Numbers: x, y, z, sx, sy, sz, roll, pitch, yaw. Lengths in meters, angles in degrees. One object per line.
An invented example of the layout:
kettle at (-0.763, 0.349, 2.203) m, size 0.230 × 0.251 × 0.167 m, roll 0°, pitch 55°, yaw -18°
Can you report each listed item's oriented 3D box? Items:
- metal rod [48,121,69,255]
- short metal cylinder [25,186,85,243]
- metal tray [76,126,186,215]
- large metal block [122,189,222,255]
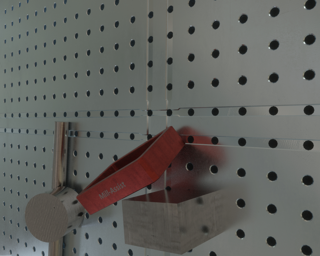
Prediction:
metal rod at (-0.185, 0.137, 0.562) m, size 0.025 × 0.025 × 0.298 m, roll 6°, pitch 94°, yaw 40°
short metal cylinder at (-0.176, 0.143, 0.520) m, size 0.080 × 0.050 × 0.079 m, roll 1°, pitch 92°, yaw 16°
metal tray at (-0.037, 0.054, 0.395) m, size 0.130 × 0.090 × 0.030 m, roll -33°, pitch 97°, yaw 35°
large metal block at (0.014, 0.104, 0.362) m, size 0.080 × 0.081 × 0.050 m, roll -8°, pitch 85°, yaw 40°
